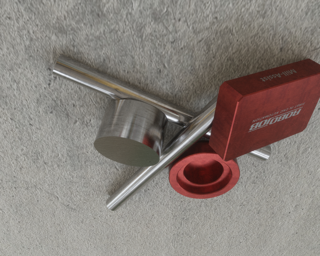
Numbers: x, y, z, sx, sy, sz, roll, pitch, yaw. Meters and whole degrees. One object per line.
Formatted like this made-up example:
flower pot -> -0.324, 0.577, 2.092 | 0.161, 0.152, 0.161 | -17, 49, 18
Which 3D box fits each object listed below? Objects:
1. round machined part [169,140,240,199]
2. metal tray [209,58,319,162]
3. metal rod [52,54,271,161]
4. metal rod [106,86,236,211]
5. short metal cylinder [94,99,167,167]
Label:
round machined part -> 0.061, 0.055, 0.445 | 0.099, 0.042, 0.097 | 0, 130, 0
metal tray -> 0.123, -0.021, 0.352 | 0.131, 0.030, 0.089 | -17, 134, -23
metal rod -> 0.017, -0.018, 0.394 | 0.302, 0.025, 0.025 | 22, 127, -18
metal rod -> 0.003, 0.042, 0.422 | 0.025, 0.025, 0.298 | 26, 132, -21
short metal cylinder -> -0.035, 0.008, 0.382 | 0.080, 0.050, 0.080 | 10, 151, 6
